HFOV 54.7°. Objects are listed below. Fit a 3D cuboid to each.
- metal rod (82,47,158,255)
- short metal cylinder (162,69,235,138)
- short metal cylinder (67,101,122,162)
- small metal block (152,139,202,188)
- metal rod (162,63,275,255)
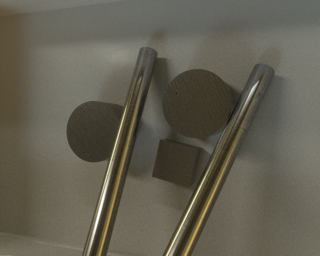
[{"bbox_3d":[-0.047,0.035,0.366,0.025,0.025,0.299,6,69,19],"label":"metal rod"},{"bbox_3d":[0.049,-0.028,0.379,0.080,0.050,0.079,0,90,19],"label":"short metal cylinder"},{"bbox_3d":[-0.078,0.005,0.424,0.080,0.050,0.079,0,90,19],"label":"short metal cylinder"},{"bbox_3d":[0.022,0.044,0.402,0.050,0.025,0.050,14,95,19],"label":"small metal block"},{"bbox_3d":[0.055,0.057,0.327,0.025,0.025,0.300,24,73,18],"label":"metal rod"}]
